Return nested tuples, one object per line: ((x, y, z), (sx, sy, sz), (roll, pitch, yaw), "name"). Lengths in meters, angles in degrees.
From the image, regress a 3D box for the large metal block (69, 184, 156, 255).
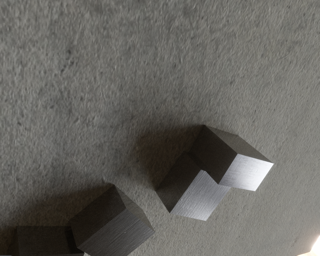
((-0.067, 0.141, 0.443), (0.080, 0.050, 0.080), (-39, 130, -3), "large metal block")

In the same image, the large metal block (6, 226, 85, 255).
((-0.159, 0.180, 0.416), (0.081, 0.050, 0.079), (13, 112, -34), "large metal block")

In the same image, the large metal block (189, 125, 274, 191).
((0.103, 0.044, 0.457), (0.081, 0.080, 0.050), (16, 110, -35), "large metal block")

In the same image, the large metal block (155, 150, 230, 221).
((0.054, 0.091, 0.479), (0.080, 0.050, 0.080), (24, 106, -37), "large metal block")
